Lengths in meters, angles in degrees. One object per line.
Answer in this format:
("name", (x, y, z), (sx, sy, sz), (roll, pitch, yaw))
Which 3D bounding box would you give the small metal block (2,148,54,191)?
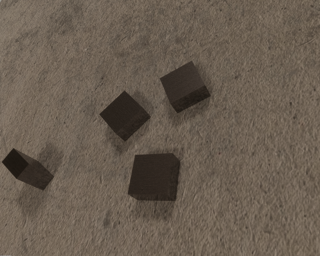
("small metal block", (-0.191, 0.060, 0.449), (0.050, 0.050, 0.025), (29, 78, 37))

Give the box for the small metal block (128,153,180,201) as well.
("small metal block", (-0.006, 0.059, 0.370), (0.050, 0.025, 0.050), (-5, 59, 25))

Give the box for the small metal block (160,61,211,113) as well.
("small metal block", (0.034, -0.056, 0.419), (0.050, 0.025, 0.050), (-28, 52, 10))

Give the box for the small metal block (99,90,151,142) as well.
("small metal block", (-0.050, -0.018, 0.439), (0.050, 0.025, 0.050), (-44, 51, -3))
